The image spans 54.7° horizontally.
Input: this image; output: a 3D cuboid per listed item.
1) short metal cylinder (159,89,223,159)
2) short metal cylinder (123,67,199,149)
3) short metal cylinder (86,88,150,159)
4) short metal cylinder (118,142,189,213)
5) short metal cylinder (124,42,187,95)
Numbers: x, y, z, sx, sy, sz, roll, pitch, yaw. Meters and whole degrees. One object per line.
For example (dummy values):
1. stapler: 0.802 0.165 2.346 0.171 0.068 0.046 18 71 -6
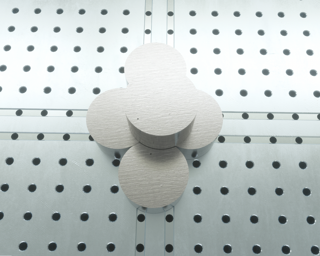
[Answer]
1. short metal cylinder: 0.036 -0.004 0.399 0.081 0.050 0.080 0 70 0
2. short metal cylinder: 0.001 -0.021 0.352 0.081 0.050 0.080 0 70 0
3. short metal cylinder: -0.049 -0.005 0.400 0.081 0.050 0.080 0 70 0
4. short metal cylinder: -0.007 0.060 0.376 0.081 0.050 0.080 0 68 0
5. short metal cylinder: -0.006 -0.068 0.423 0.081 0.050 0.080 0 70 -1
